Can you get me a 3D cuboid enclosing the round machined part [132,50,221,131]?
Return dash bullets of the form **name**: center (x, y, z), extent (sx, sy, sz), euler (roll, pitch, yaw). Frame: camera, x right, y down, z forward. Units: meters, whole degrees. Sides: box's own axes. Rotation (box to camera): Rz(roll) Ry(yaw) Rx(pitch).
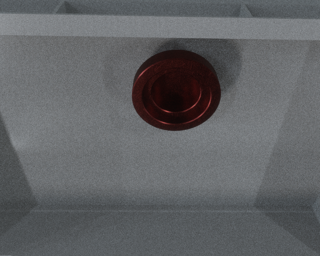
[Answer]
- **round machined part**: center (0.018, -0.046, 0.359), extent (0.099, 0.042, 0.097), euler (-1, 130, 0)
